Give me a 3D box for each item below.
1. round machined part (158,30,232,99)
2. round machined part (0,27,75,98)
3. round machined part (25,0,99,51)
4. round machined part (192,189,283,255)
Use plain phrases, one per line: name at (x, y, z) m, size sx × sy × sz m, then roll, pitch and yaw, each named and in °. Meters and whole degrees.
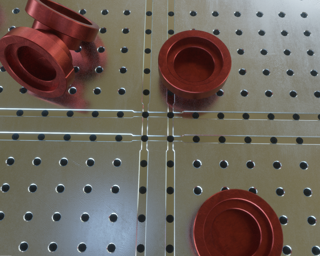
round machined part at (0.047, -0.084, 0.434) m, size 0.099 × 0.042 × 0.098 m, roll 0°, pitch 70°, yaw 0°
round machined part at (-0.156, -0.090, 0.408) m, size 0.098 × 0.097 × 0.042 m, roll 19°, pitch 53°, yaw 7°
round machined part at (-0.139, -0.144, 0.435) m, size 0.098 × 0.098 × 0.042 m, roll 33°, pitch 109°, yaw 11°
round machined part at (0.086, 0.123, 0.358) m, size 0.099 × 0.042 × 0.098 m, roll 0°, pitch 70°, yaw 0°
